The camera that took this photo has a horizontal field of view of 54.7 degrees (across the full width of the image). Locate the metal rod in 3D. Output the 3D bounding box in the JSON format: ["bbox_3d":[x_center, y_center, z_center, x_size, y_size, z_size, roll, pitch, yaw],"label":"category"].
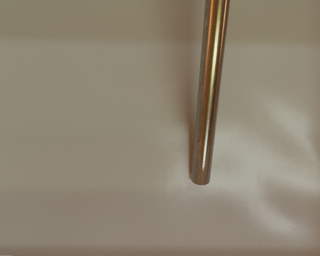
[{"bbox_3d":[0.057,-0.065,0.349,0.025,0.025,0.298,1,116,0],"label":"metal rod"}]
